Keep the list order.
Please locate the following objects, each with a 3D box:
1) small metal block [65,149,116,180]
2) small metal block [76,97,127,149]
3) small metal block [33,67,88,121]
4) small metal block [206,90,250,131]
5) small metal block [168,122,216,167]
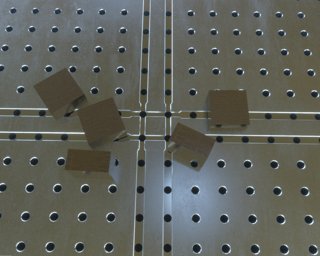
[{"bbox_3d":[-0.083,0.046,0.381,0.050,0.050,0.025,3,70,1],"label":"small metal block"},{"bbox_3d":[-0.077,-0.007,0.413,0.050,0.025,0.050,-21,72,-8],"label":"small metal block"},{"bbox_3d":[-0.136,-0.047,0.427,0.050,0.025,0.050,-34,74,-12],"label":"small metal block"},{"bbox_3d":[0.092,-0.024,0.422,0.050,0.025,0.050,0,70,-1],"label":"small metal block"},{"bbox_3d":[0.039,0.022,0.391,0.050,0.050,0.025,25,72,8],"label":"small metal block"}]
